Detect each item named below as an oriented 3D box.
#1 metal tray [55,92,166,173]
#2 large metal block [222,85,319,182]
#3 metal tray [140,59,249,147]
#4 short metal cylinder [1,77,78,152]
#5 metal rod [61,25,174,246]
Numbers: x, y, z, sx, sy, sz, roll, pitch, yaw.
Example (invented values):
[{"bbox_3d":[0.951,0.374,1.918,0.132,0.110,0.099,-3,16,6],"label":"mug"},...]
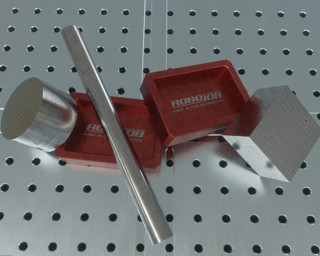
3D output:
[{"bbox_3d":[-0.060,0.006,0.406,0.131,0.030,0.090,6,70,2],"label":"metal tray"},{"bbox_3d":[0.138,0.006,0.378,0.080,0.050,0.080,45,74,-18],"label":"large metal block"},{"bbox_3d":[0.050,-0.036,0.402,0.131,0.030,0.090,-14,70,-23],"label":"metal tray"},{"bbox_3d":[-0.149,-0.016,0.384,0.080,0.050,0.080,-16,61,31],"label":"short metal cylinder"},{"bbox_3d":[-0.060,-0.006,0.381,0.025,0.025,0.299,-24,72,-8],"label":"metal rod"}]
